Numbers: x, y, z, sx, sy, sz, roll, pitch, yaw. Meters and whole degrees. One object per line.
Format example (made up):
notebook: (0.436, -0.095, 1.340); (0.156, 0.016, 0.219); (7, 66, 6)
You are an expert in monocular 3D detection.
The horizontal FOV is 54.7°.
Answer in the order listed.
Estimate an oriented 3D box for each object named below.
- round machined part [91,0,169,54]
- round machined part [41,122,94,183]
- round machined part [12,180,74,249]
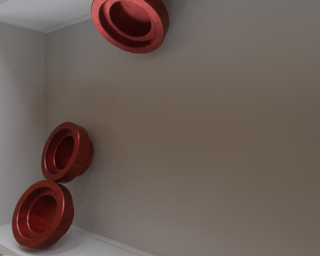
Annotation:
round machined part: (-0.035, -0.147, 0.400); (0.098, 0.098, 0.042); (-7, 51, 40)
round machined part: (-0.147, 0.042, 0.505); (0.098, 0.042, 0.098); (-17, 61, 35)
round machined part: (-0.170, 0.132, 0.469); (0.098, 0.042, 0.098); (-12, 59, 22)
